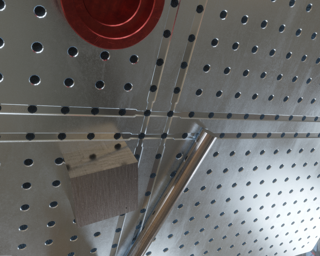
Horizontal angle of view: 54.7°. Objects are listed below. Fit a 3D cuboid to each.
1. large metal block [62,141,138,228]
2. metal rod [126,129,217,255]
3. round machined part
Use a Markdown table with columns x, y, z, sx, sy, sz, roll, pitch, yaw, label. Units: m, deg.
| x | y | z | sx | sy | sz | roll | pitch | yaw | label |
| --- | --- | --- | --- | --- | --- | --- | --- | --- | --- |
| -0.075 | 0.071 | 0.398 | 0.081 | 0.050 | 0.079 | -12 | 124 | -22 | large metal block |
| 0.003 | 0.133 | 0.495 | 0.025 | 0.025 | 0.298 | 18 | 109 | -35 | metal rod |
| -0.048 | -0.128 | 0.294 | 0.099 | 0.042 | 0.097 | -14 | 124 | -21 | round machined part |
